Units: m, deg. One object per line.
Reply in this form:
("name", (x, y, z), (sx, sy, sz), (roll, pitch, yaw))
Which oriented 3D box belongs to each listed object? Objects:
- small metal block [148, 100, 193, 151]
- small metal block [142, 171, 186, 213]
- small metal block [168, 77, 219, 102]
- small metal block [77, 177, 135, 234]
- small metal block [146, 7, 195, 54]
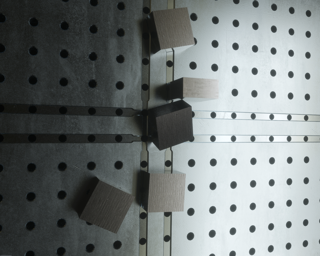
("small metal block", (0.015, -0.004, 0.407), (0.050, 0.025, 0.050), (-18, 123, -19))
("small metal block", (0.005, 0.084, 0.414), (0.050, 0.025, 0.050), (4, 89, -20))
("small metal block", (0.044, -0.050, 0.415), (0.050, 0.050, 0.025), (0, 90, -20))
("small metal block", (-0.067, 0.096, 0.388), (0.050, 0.025, 0.050), (30, 80, -18))
("small metal block", (0.014, -0.131, 0.417), (0.050, 0.025, 0.050), (-14, 95, -20))
